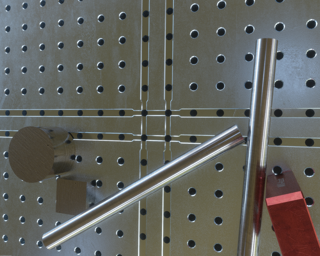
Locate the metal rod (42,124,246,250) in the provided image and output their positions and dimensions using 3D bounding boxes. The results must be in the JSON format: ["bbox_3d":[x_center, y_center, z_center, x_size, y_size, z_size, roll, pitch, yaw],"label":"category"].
[{"bbox_3d":[-0.029,0.082,0.405,0.300,0.025,0.025,-31,80,11],"label":"metal rod"}]

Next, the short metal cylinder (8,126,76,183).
[{"bbox_3d":[-0.173,0.037,0.459,0.080,0.050,0.079,0,90,19],"label":"short metal cylinder"}]

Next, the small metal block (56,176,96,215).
[{"bbox_3d":[-0.123,0.099,0.455,0.050,0.025,0.050,3,91,19],"label":"small metal block"}]

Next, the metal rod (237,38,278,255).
[{"bbox_3d":[0.115,0.045,0.371,0.025,0.025,0.298,5,92,19],"label":"metal rod"}]

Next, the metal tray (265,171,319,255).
[{"bbox_3d":[0.135,0.098,0.309,0.030,0.130,0.090,-18,84,19],"label":"metal tray"}]
